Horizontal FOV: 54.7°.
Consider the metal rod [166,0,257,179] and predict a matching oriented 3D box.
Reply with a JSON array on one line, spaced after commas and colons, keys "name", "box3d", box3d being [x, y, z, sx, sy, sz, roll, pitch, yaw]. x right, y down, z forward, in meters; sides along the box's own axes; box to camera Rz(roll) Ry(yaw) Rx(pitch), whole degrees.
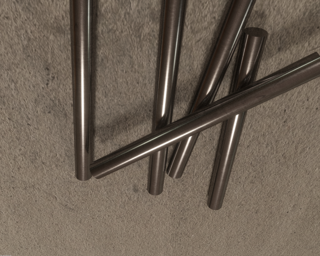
[{"name": "metal rod", "box3d": [0.056, -0.045, 0.370, 0.025, 0.025, 0.298, 10, 130, -9]}]

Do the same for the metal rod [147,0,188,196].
[{"name": "metal rod", "box3d": [0.003, -0.017, 0.393, 0.025, 0.025, 0.298, 3, 130, -3]}]

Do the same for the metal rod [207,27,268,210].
[{"name": "metal rod", "box3d": [0.095, 0.013, 0.419, 0.025, 0.025, 0.298, 1, 130, -2]}]

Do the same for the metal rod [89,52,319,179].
[{"name": "metal rod", "box3d": [0.039, -0.005, 0.369, 0.300, 0.025, 0.025, -26, 126, 20]}]

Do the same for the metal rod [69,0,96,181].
[{"name": "metal rod", "box3d": [-0.091, -0.043, 0.369, 0.025, 0.025, 0.298, 6, 130, -6]}]
